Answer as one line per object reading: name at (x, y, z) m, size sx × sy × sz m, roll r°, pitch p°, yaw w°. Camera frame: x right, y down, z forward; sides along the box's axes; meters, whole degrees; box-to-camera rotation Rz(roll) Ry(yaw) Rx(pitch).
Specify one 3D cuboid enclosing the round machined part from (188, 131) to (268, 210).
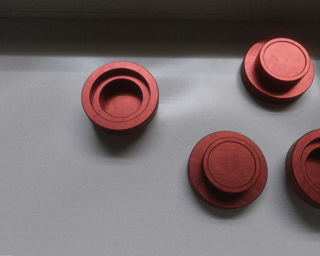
round machined part at (0.084, 0.049, 0.383) m, size 0.099 × 0.042 × 0.098 m, roll 0°, pitch 70°, yaw 0°

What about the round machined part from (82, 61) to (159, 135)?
round machined part at (-0.051, -0.036, 0.413) m, size 0.099 × 0.042 × 0.098 m, roll 0°, pitch 70°, yaw 0°

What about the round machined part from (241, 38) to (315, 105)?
round machined part at (0.167, -0.085, 0.433) m, size 0.099 × 0.042 × 0.098 m, roll 0°, pitch 70°, yaw 0°

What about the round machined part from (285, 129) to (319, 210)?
round machined part at (0.204, 0.053, 0.382) m, size 0.099 × 0.042 × 0.098 m, roll 0°, pitch 70°, yaw 0°
